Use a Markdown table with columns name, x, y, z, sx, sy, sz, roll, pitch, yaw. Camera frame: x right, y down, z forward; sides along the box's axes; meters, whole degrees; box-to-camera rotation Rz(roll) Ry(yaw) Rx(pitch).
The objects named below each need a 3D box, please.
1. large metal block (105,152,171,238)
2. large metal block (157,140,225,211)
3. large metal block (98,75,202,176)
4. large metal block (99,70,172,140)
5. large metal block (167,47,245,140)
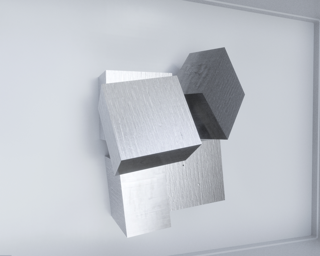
| name | x | y | z | sx | sy | sz | roll | pitch | yaw |
| --- | --- | --- | --- | --- | --- | --- | --- | --- | --- |
| large metal block | -0.029 | 0.073 | 0.370 | 0.050 | 0.080 | 0.079 | -7 | 93 | -20 |
| large metal block | 0.034 | 0.057 | 0.407 | 0.081 | 0.050 | 0.079 | -6 | 92 | -20 |
| large metal block | -0.014 | -0.003 | 0.322 | 0.081 | 0.050 | 0.080 | -10 | 68 | -20 |
| large metal block | -0.031 | -0.026 | 0.385 | 0.081 | 0.050 | 0.079 | -1 | 91 | -20 |
| large metal block | 0.061 | -0.042 | 0.392 | 0.080 | 0.050 | 0.080 | 55 | 50 | -36 |
